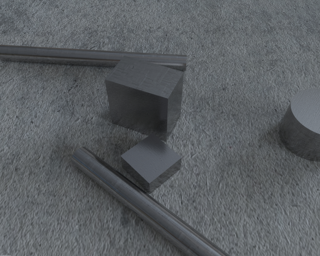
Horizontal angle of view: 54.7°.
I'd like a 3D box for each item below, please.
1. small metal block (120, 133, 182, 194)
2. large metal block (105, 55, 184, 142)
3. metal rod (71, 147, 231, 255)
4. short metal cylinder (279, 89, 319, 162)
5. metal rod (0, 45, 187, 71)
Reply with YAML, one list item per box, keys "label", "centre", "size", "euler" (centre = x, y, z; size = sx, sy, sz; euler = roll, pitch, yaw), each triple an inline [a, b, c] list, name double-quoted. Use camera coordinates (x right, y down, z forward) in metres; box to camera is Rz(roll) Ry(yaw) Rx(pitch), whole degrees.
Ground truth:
- label: "small metal block"
  centre: [-0.010, 0.041, 0.368]
  size: [0.050, 0.025, 0.050]
  euler: [-36, 59, -26]
- label: "large metal block"
  centre: [-0.018, -0.037, 0.398]
  size: [0.080, 0.080, 0.050]
  euler: [18, 53, 14]
- label: "metal rod"
  centre: [0.020, 0.106, 0.313]
  size: [0.300, 0.025, 0.025]
  euler: [32, 57, 24]
- label: "short metal cylinder"
  centre: [0.200, -0.004, 0.393]
  size: [0.081, 0.050, 0.080]
  euler: [0, 50, 0]
- label: "metal rod"
  centre: [-0.109, -0.112, 0.496]
  size: [0.302, 0.025, 0.025]
  euler: [4, 50, 2]
